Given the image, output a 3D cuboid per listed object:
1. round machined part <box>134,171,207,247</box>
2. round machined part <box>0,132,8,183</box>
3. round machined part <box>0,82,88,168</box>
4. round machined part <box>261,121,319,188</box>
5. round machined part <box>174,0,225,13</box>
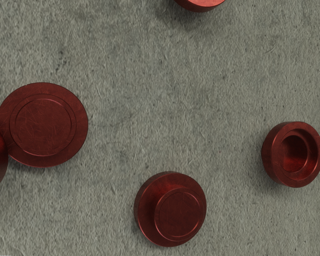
[{"bbox_3d":[0.018,0.108,0.407,0.099,0.042,0.097,0,90,-20],"label":"round machined part"},{"bbox_3d":[-0.205,0.028,0.315,0.099,0.042,0.097,-1,98,-4],"label":"round machined part"},{"bbox_3d":[-0.132,-0.004,0.351,0.099,0.042,0.097,0,90,-20],"label":"round machined part"},{"bbox_3d":[0.195,0.039,0.472,0.099,0.042,0.097,0,90,-20],"label":"round machined part"},{"bbox_3d":[0.048,-0.204,0.417,0.099,0.042,0.097,0,90,-20],"label":"round machined part"}]
